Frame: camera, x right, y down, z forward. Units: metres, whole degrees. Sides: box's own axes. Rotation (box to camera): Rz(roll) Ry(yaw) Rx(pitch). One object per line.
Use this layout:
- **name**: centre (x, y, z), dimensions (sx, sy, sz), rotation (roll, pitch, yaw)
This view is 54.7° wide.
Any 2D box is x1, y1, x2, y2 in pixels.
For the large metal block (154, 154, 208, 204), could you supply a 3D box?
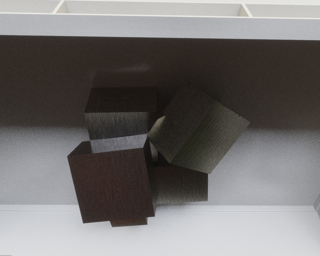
- **large metal block**: centre (0.025, 0.062, 0.441), dimensions (0.080, 0.050, 0.080), rotation (-4, 130, 3)

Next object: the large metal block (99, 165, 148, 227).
- **large metal block**: centre (-0.047, 0.082, 0.440), dimensions (0.050, 0.080, 0.080), rotation (-5, 130, 4)

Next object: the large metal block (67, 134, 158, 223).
- **large metal block**: centre (-0.049, 0.056, 0.352), dimensions (0.080, 0.050, 0.079), rotation (-7, 105, 6)

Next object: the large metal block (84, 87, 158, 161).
- **large metal block**: centre (-0.043, -0.003, 0.388), dimensions (0.081, 0.050, 0.079), rotation (-1, 130, 0)

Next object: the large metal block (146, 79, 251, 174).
- **large metal block**: centre (0.045, 0.002, 0.359), dimensions (0.080, 0.050, 0.080), rotation (22, 108, -47)
